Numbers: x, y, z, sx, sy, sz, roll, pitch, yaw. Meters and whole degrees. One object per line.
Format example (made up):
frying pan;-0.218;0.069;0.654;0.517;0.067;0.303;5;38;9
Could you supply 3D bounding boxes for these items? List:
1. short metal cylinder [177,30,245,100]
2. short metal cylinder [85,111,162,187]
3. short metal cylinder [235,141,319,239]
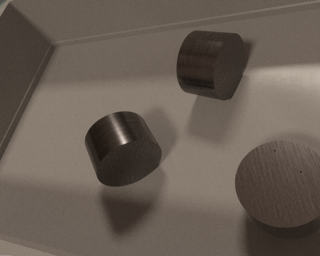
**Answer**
short metal cylinder;0.064;-0.078;0.384;0.050;0.080;0.080;17;71;34
short metal cylinder;-0.045;0.026;0.376;0.080;0.080;0.050;-35;52;4
short metal cylinder;0.117;0.059;0.292;0.080;0.050;0.080;-13;56;20
